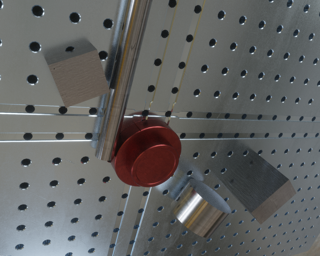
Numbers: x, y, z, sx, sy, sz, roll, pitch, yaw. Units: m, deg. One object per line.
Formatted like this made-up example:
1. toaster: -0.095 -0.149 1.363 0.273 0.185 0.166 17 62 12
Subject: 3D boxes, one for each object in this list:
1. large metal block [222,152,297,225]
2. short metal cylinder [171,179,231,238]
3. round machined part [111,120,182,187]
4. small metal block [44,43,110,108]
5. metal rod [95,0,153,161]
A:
1. large metal block: 0.170 0.103 0.535 0.080 0.080 0.050 -41 130 0
2. short metal cylinder: 0.064 0.126 0.491 0.080 0.080 0.050 27 103 -38
3. round machined part: -0.014 0.041 0.420 0.099 0.042 0.097 -14 125 -21
4. small metal block: -0.087 -0.056 0.330 0.050 0.025 0.050 -23 127 -15
5. metal rod: -0.031 -0.096 0.335 0.025 0.025 0.298 2 117 -30
